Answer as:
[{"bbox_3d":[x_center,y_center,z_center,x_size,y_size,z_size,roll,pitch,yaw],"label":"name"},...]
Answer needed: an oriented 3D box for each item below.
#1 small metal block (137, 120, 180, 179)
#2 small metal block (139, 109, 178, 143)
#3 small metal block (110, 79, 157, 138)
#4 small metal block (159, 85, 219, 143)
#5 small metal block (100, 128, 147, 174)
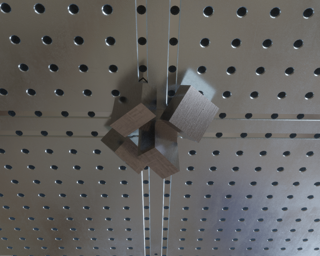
[{"bbox_3d":[-0.001,0.027,0.384,0.025,0.050,0.050,-30,125,22],"label":"small metal block"},{"bbox_3d":[-0.003,0.002,0.413,0.050,0.025,0.050,-1,130,-1],"label":"small metal block"},{"bbox_3d":[-0.031,-0.024,0.374,0.050,0.050,0.025,-34,123,25],"label":"small metal block"},{"bbox_3d":[0.036,-0.018,0.379,0.050,0.025,0.050,35,82,-26],"label":"small metal block"},{"bbox_3d":[-0.046,0.030,0.416,0.025,0.050,0.050,-48,123,-10],"label":"small metal block"}]
